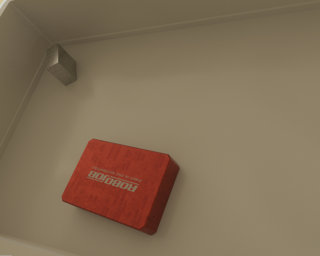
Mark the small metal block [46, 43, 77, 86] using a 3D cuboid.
[{"bbox_3d":[-0.173,-0.111,0.546,0.025,0.050,0.050,-24,53,14],"label":"small metal block"}]

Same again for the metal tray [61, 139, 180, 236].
[{"bbox_3d":[-0.051,0.068,0.386,0.130,0.030,0.090,9,66,31],"label":"metal tray"}]
